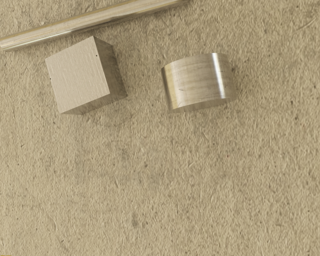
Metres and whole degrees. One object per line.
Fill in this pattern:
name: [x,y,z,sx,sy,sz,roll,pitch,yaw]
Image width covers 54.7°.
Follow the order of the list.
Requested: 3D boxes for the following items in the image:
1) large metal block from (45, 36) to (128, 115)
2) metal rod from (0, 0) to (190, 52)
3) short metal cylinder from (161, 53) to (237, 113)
large metal block: [-0.102,-0.069,0.432,0.080,0.050,0.080,-19,84,19]
metal rod: [-0.106,-0.153,0.446,0.301,0.025,0.025,-8,88,19]
short metal cylinder: [0.045,-0.050,0.364,0.080,0.080,0.050,-12,86,19]
